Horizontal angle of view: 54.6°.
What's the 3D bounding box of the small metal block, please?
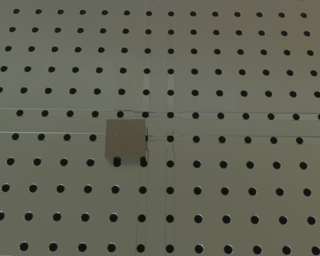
[{"bbox_3d":[-0.044,0.016,0.406,0.050,0.025,0.050,-1,70,0],"label":"small metal block"}]
